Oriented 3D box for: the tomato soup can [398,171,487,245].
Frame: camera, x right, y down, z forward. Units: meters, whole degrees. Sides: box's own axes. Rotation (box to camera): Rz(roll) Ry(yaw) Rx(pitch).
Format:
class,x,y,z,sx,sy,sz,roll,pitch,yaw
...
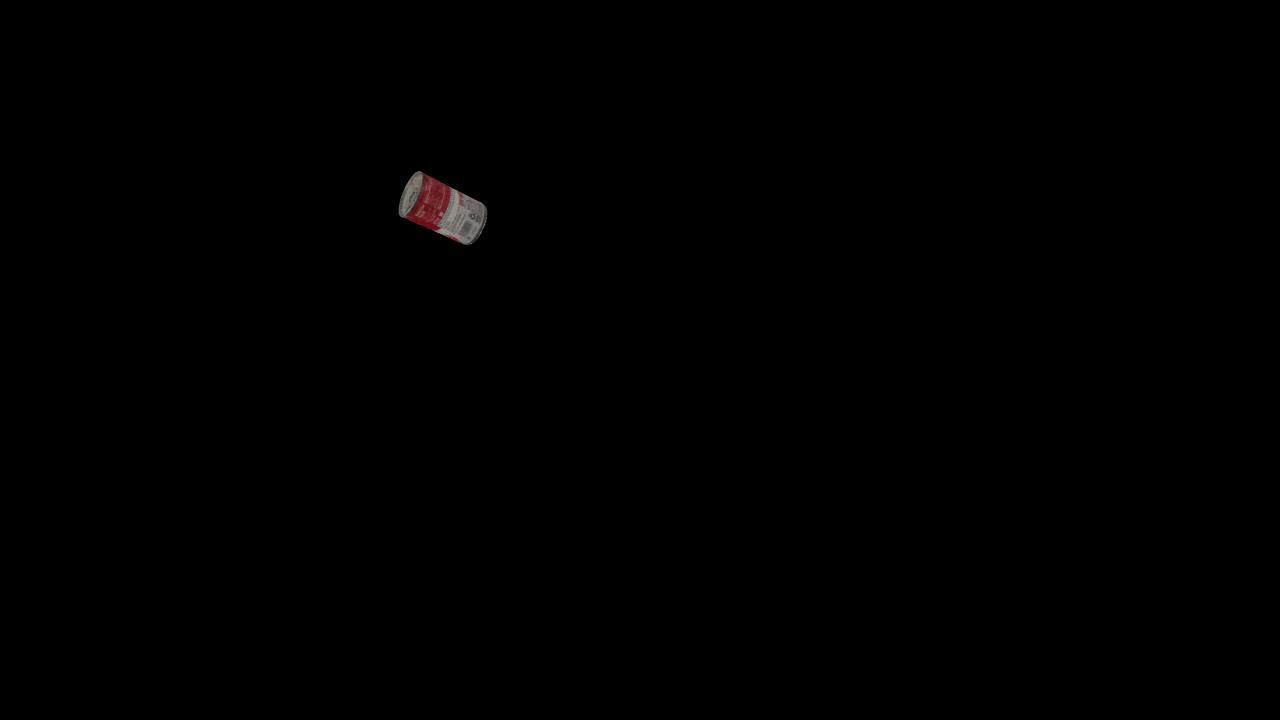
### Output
class,x,y,z,sx,sy,sz,roll,pitch,yaw
tomato soup can,-0.275,-0.212,0.865,0.101,0.068,0.068,21,-14,-40
